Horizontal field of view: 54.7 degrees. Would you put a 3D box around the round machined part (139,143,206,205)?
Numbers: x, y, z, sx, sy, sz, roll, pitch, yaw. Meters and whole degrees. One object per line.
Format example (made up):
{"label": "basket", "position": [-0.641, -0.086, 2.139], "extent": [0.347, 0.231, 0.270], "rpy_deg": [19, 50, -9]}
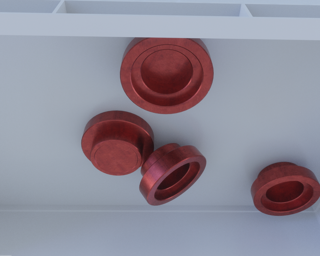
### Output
{"label": "round machined part", "position": [0.013, 0.059, 0.429], "extent": [0.099, 0.042, 0.097], "rpy_deg": [-28, 147, -20]}

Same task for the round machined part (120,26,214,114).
{"label": "round machined part", "position": [0.007, -0.066, 0.342], "extent": [0.099, 0.042, 0.097], "rpy_deg": [-1, 130, 0]}

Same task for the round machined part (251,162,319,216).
{"label": "round machined part", "position": [0.190, 0.090, 0.478], "extent": [0.099, 0.042, 0.097], "rpy_deg": [-1, 130, 0]}

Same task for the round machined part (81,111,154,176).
{"label": "round machined part", "position": [-0.058, 0.027, 0.421], "extent": [0.099, 0.042, 0.097], "rpy_deg": [-1, 130, 0]}
